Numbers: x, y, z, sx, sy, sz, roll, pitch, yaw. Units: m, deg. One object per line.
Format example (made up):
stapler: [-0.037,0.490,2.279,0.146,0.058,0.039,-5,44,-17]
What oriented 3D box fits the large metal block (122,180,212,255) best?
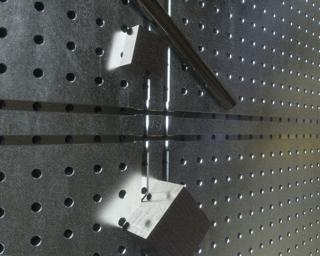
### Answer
large metal block: [0.012,0.128,0.405,0.080,0.050,0.080,-49,120,-29]

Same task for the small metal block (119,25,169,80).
small metal block: [-0.019,-0.095,0.395,0.050,0.025,0.050,18,79,-39]

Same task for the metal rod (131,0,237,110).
metal rod: [0.021,-0.125,0.428,0.300,0.025,0.025,42,64,-32]
